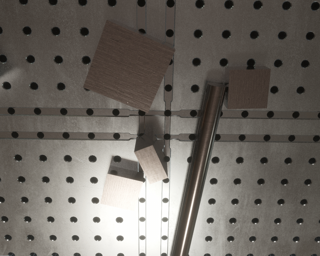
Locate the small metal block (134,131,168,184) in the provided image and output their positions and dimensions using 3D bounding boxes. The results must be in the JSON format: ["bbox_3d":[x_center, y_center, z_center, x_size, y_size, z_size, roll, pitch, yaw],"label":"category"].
[{"bbox_3d":[-0.011,0.038,0.414,0.025,0.050,0.050,-21,109,7],"label":"small metal block"}]

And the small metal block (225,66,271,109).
[{"bbox_3d":[0.110,-0.052,0.396,0.050,0.025,0.050,-1,110,0],"label":"small metal block"}]

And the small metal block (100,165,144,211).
[{"bbox_3d":[-0.054,0.087,0.445,0.050,0.025,0.050,14,109,-6],"label":"small metal block"}]

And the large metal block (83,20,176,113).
[{"bbox_3d":[-0.036,-0.075,0.372,0.080,0.050,0.079,22,109,-8],"label":"large metal block"}]

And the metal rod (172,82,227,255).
[{"bbox_3d":[0.050,0.083,0.444,0.025,0.025,0.298,8,110,-3],"label":"metal rod"}]
